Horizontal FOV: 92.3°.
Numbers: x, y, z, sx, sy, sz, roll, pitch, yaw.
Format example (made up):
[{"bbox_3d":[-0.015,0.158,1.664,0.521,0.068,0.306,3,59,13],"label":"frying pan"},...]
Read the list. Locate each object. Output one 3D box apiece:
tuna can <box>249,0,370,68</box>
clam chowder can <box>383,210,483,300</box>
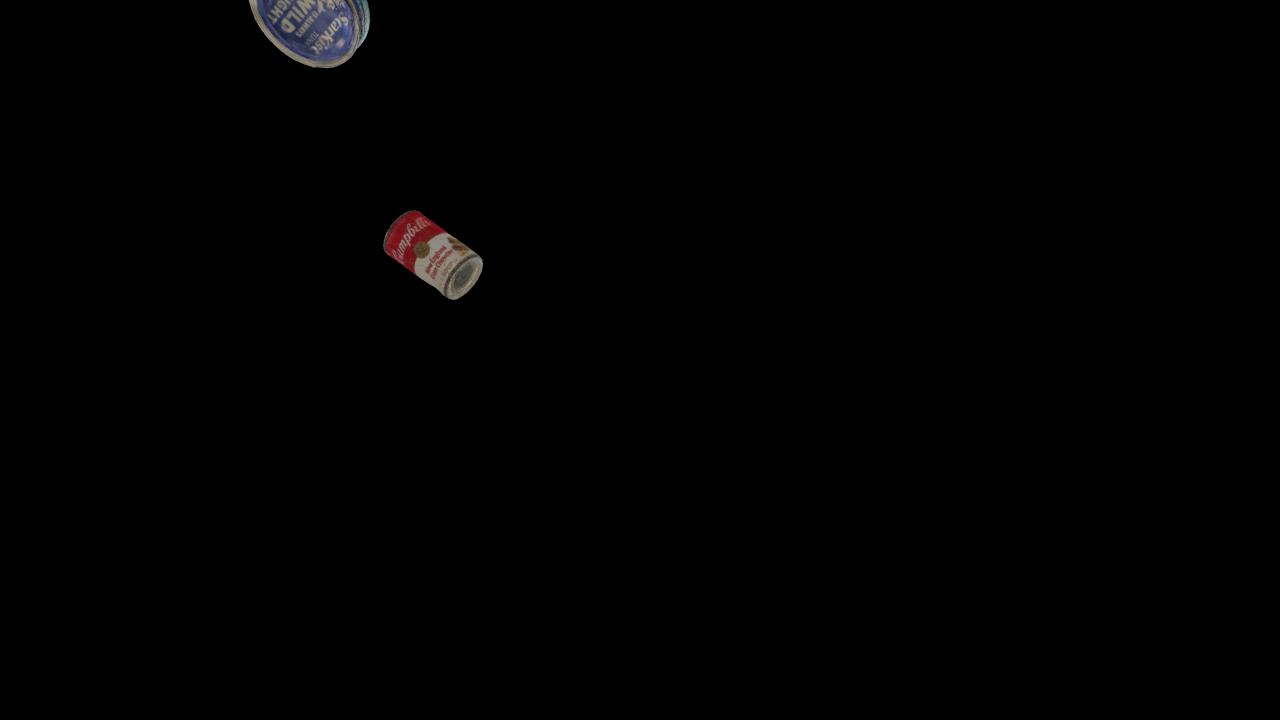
[{"bbox_3d":[-0.268,-0.288,0.504,0.084,0.084,0.034,0,45,0],"label":"tuna can"},{"bbox_3d":[-0.256,-0.129,0.765,0.102,0.068,0.068,36,5,7],"label":"clam chowder can"}]
